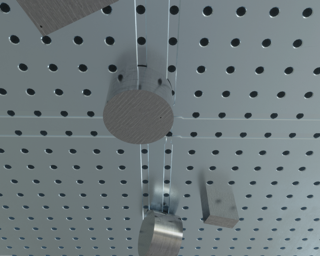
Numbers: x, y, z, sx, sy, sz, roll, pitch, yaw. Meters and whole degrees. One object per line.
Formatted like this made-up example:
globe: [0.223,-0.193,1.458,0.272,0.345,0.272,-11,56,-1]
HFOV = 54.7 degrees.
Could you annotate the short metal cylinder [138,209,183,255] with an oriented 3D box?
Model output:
short metal cylinder: [-0.001,0.186,0.533,0.050,0.080,0.079,18,128,-15]

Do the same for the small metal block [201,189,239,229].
small metal block: [0.097,0.132,0.509,0.050,0.050,0.025,14,129,-12]

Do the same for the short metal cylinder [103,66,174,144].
short metal cylinder: [-0.025,-0.026,0.372,0.081,0.050,0.079,0,130,0]

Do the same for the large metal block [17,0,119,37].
large metal block: [-0.089,-0.141,0.274,0.080,0.050,0.080,-19,128,15]
